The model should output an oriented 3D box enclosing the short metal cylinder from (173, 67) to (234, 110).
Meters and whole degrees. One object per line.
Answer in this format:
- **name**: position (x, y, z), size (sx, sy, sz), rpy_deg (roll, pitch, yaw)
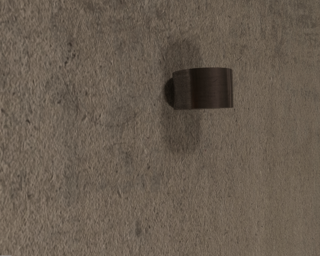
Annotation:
- **short metal cylinder**: position (0.058, -0.051, 0.420), size (0.081, 0.080, 0.050), rpy_deg (-4, 93, -40)
